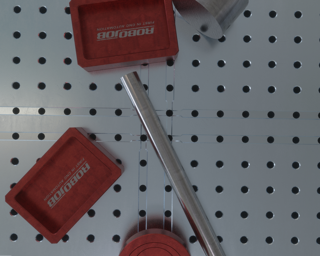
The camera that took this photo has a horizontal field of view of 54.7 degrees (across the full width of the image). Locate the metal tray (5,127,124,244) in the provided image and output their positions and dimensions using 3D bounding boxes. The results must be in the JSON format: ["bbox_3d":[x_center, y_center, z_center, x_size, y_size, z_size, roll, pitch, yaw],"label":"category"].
[{"bbox_3d":[-0.124,0.073,0.409,0.090,0.030,0.130,43,90,0],"label":"metal tray"}]

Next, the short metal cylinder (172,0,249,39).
[{"bbox_3d":[0.062,-0.158,0.386,0.080,0.080,0.050,39,90,0],"label":"short metal cylinder"}]

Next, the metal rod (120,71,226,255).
[{"bbox_3d":[0.023,0.065,0.413,0.025,0.025,0.299,-26,90,0],"label":"metal rod"}]

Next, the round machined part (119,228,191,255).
[{"bbox_3d":[-0.007,0.180,0.405,0.099,0.042,0.097,0,90,0],"label":"round machined part"}]

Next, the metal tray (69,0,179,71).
[{"bbox_3d":[-0.046,-0.130,0.410,0.131,0.030,0.089,-8,90,0],"label":"metal tray"}]
